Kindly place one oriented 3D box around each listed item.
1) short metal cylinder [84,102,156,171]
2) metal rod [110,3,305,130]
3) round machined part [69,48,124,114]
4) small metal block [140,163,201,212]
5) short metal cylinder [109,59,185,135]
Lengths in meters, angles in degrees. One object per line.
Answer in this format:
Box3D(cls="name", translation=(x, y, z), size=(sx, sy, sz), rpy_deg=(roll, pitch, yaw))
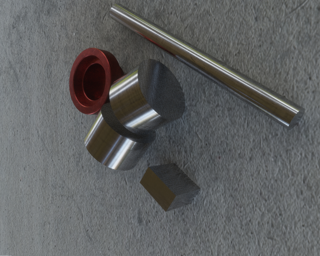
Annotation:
Box3D(cls="short metal cylinder", translation=(-0.052, 0.010, 0.412), size=(0.080, 0.081, 0.050), rpy_deg=(50, 120, 28))
Box3D(cls="metal rod", translation=(0.034, -0.090, 0.377), size=(0.300, 0.025, 0.025), rpy_deg=(40, 114, 32))
Box3D(cls="round machined part", translation=(-0.091, -0.069, 0.469), size=(0.098, 0.042, 0.097), rpy_deg=(0, 90, 40))
Box3D(cls="small metal block", translation=(0.013, 0.070, 0.378), size=(0.050, 0.050, 0.025), rpy_deg=(43, 116, 31))
Box3D(cls="short metal cylinder", translation=(-0.014, -0.037, 0.381), size=(0.050, 0.081, 0.080), rpy_deg=(-27, 73, 37))
